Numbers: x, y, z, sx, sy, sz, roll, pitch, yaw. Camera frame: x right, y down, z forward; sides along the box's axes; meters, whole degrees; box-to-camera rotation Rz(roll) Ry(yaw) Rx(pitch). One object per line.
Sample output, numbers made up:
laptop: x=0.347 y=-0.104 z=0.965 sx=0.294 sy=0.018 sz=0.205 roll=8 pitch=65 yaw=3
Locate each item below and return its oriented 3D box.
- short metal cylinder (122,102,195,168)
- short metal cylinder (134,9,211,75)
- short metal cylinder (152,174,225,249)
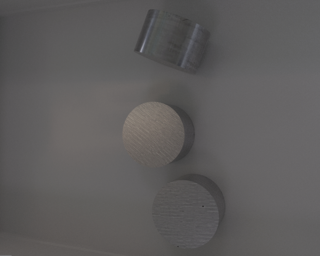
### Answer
short metal cylinder: x=-0.001 y=0.008 z=0.397 sx=0.080 sy=0.050 sz=0.080 roll=0 pitch=90 yaw=20
short metal cylinder: x=0.015 y=-0.103 z=0.376 sx=0.080 sy=0.080 sz=0.050 roll=23 pitch=98 yaw=18
short metal cylinder: x=0.037 y=0.100 z=0.384 sx=0.080 sy=0.050 sz=0.080 roll=0 pitch=90 yaw=20
